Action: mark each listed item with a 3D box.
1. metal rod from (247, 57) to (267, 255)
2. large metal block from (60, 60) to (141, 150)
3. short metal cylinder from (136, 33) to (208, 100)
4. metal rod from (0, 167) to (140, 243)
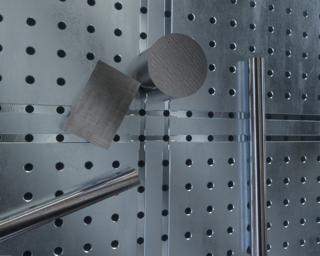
[{"bbox_3d":[0.147,0.045,0.468,0.025,0.025,0.298,-1,91,-20],"label":"metal rod"},{"bbox_3d":[-0.072,-0.024,0.357,0.050,0.080,0.080,28,81,-18],"label":"large metal block"},{"bbox_3d":[0.014,-0.077,0.406,0.081,0.050,0.079,0,90,-21],"label":"short metal cylinder"},{"bbox_3d":[-0.165,0.110,0.352,0.302,0.025,0.025,-20,97,-19],"label":"metal rod"}]
